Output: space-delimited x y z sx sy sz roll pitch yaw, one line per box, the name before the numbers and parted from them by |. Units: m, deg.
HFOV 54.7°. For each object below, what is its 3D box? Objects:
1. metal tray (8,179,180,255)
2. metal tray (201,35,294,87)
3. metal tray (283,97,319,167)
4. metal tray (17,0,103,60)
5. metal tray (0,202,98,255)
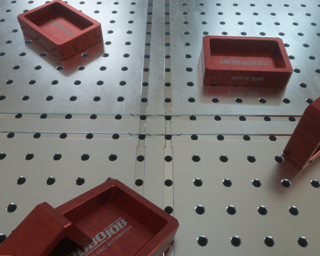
metal tray | -0.052 0.100 0.278 0.090 0.030 0.131 29 24 22
metal tray | 0.135 -0.109 0.497 0.131 0.030 0.090 2 50 1
metal tray | 0.216 -0.017 0.382 0.131 0.089 0.030 -31 57 -24
metal tray | -0.178 -0.179 0.552 0.130 0.030 0.090 36 58 26
metal tray | -0.111 0.130 0.241 0.030 0.090 0.130 30 65 22
